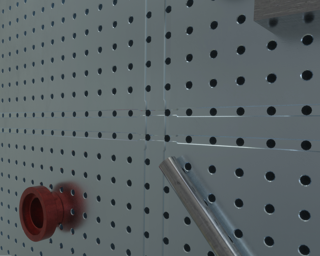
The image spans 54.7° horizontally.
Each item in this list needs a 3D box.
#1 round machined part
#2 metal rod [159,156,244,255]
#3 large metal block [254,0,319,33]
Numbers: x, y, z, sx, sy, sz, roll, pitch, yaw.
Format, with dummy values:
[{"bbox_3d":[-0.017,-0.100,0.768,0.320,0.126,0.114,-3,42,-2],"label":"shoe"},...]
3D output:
[{"bbox_3d":[-0.216,0.155,0.573,0.098,0.042,0.097,0,90,39],"label":"round machined part"},{"bbox_3d":[0.087,0.155,0.336,0.025,0.025,0.299,-49,61,28],"label":"metal rod"},{"bbox_3d":[0.136,-0.137,0.281,0.080,0.050,0.079,4,93,39],"label":"large metal block"}]
